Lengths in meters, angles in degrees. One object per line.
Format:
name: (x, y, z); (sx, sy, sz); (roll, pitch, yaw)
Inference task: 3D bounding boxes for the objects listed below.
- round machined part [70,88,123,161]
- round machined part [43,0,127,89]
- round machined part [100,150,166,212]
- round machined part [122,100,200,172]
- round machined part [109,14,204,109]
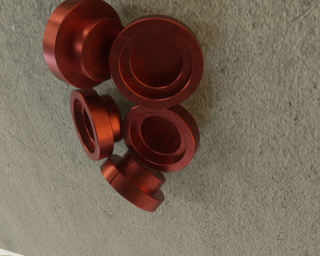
round machined part: (-0.083, -0.008, 0.416); (0.098, 0.042, 0.097); (39, 138, 46)
round machined part: (-0.073, -0.089, 0.339); (0.042, 0.099, 0.097); (25, 128, 29)
round machined part: (-0.031, 0.067, 0.430); (0.098, 0.098, 0.042); (39, 94, 1)
round machined part: (0.004, 0.004, 0.396); (0.098, 0.042, 0.097); (13, 124, 21)
round machined part: (-0.003, -0.074, 0.338); (0.099, 0.042, 0.097); (2, 120, 3)
